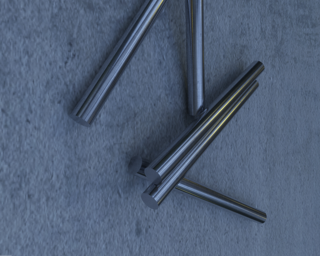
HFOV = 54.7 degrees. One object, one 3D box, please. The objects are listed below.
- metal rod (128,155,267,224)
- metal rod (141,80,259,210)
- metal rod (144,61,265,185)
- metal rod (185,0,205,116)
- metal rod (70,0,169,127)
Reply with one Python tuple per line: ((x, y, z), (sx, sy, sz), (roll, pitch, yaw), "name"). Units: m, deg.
((0.076, 0.103, 0.470), (0.301, 0.025, 0.025), (29, 72, -37), "metal rod")
((0.075, 0.004, 0.449), (0.302, 0.025, 0.025), (-43, 117, -38), "metal rod")
((0.080, -0.025, 0.444), (0.302, 0.025, 0.025), (-42, 116, -38), "metal rod")
((0.047, -0.166, 0.421), (0.025, 0.025, 0.298), (-13, 106, -40), "metal rod")
((-0.022, -0.132, 0.387), (0.025, 0.025, 0.300), (42, 65, -33), "metal rod")
